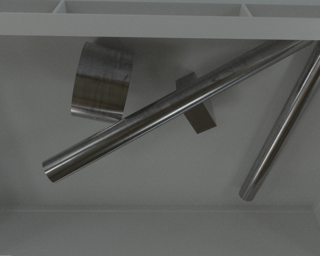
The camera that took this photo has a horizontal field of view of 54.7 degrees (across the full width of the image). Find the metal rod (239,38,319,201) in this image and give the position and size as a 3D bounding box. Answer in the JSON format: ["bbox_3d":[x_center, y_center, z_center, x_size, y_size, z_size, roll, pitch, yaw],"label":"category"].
[{"bbox_3d":[0.165,-0.003,0.409,0.025,0.025,0.298,7,130,-6],"label":"metal rod"}]

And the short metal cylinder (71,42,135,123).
[{"bbox_3d":[-0.061,-0.047,0.332,0.050,0.080,0.079,12,129,-10],"label":"short metal cylinder"}]

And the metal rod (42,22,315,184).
[{"bbox_3d":[0.023,-0.028,0.317,0.301,0.025,0.025,-29,128,-4],"label":"metal rod"}]

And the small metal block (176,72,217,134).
[{"bbox_3d":[0.043,-0.030,0.368,0.025,0.050,0.050,-24,127,19],"label":"small metal block"}]
